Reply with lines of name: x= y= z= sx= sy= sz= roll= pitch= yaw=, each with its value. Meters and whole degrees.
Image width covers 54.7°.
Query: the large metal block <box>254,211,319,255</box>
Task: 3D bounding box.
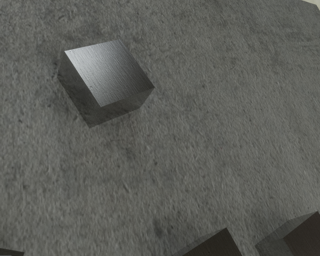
large metal block: x=0.181 y=0.163 z=0.388 sx=0.081 sy=0.050 sz=0.080 roll=-17 pitch=71 yaw=-35

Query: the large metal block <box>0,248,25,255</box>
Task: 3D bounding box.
large metal block: x=-0.156 y=0.129 z=0.225 sx=0.081 sy=0.050 sz=0.080 roll=19 pitch=54 yaw=-18

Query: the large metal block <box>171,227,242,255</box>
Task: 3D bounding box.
large metal block: x=0.047 y=0.161 z=0.316 sx=0.081 sy=0.050 sz=0.080 roll=-17 pitch=71 yaw=-35

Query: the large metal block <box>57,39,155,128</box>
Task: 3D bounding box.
large metal block: x=-0.068 y=-0.057 z=0.387 sx=0.081 sy=0.050 sz=0.080 roll=-26 pitch=76 yaw=-37
